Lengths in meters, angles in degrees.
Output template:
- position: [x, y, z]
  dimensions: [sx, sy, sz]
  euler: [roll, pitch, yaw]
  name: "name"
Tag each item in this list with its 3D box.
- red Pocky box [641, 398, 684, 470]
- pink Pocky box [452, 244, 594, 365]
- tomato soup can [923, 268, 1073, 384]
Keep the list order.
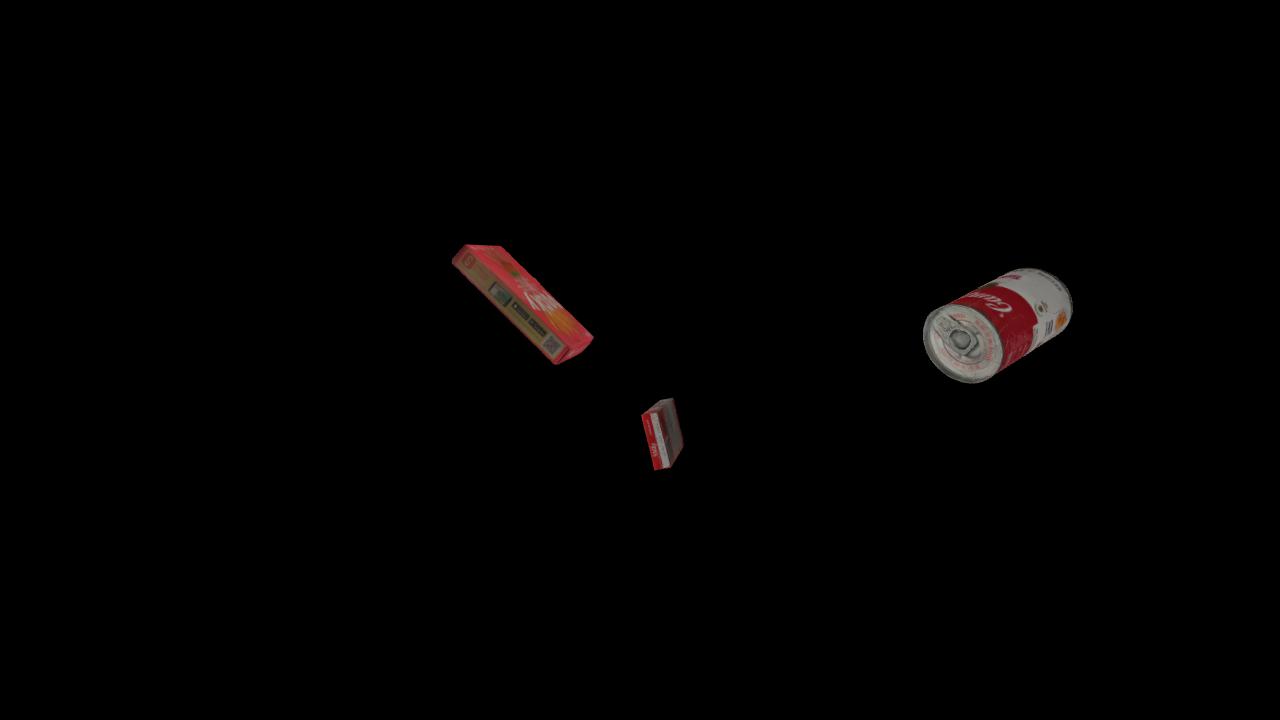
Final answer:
- position: [0.037, 0.107, 0.923]
  dimensions: [0.028, 0.083, 0.155]
  euler: [-14, 1, 12]
  name: "red Pocky box"
- position: [-0.122, -0.063, 0.662]
  dimensions: [0.029, 0.155, 0.084]
  euler: [-46, -3, 16]
  name: "pink Pocky box"
- position: [0.294, -0.030, 0.505]
  dimensions: [0.101, 0.068, 0.068]
  euler: [-23, 10, -24]
  name: "tomato soup can"
